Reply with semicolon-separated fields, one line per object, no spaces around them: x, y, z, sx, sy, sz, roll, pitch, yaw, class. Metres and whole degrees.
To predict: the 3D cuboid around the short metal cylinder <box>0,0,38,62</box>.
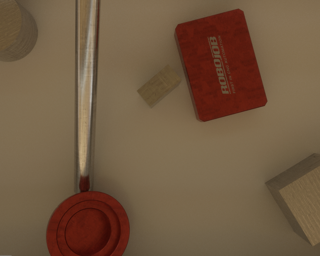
-0.207;-0.130;0.396;0.081;0.050;0.079;0;90;-1;short metal cylinder

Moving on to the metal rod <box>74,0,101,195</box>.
-0.084;-0.052;0.351;0.025;0.025;0.298;7;114;-1;metal rod

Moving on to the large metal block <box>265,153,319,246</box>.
0.199;0.089;0.402;0.080;0.050;0.080;-31;90;0;large metal block

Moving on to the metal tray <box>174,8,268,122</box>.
0.079;-0.080;0.410;0.091;0.030;0.129;-15;90;-1;metal tray

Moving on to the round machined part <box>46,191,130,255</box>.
-0.091;0.129;0.390;0.099;0.042;0.098;5;75;-21;round machined part

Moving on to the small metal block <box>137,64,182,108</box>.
-0.001;-0.052;0.399;0.050;0.050;0.025;-40;90;0;small metal block
